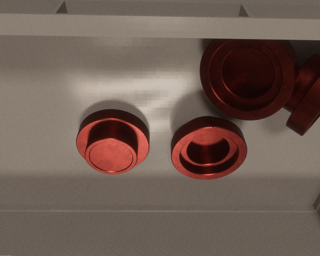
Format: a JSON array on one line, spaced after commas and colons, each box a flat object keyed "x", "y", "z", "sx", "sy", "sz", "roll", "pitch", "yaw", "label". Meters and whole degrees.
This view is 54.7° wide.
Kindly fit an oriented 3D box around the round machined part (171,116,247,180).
[{"x": 0.064, "y": 0.022, "z": 0.418, "sx": 0.099, "sy": 0.042, "sz": 0.097, "roll": -1, "pitch": 130, "yaw": 0, "label": "round machined part"}]

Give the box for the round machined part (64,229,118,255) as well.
[{"x": -0.130, "y": 0.232, "z": 0.596, "sx": 0.099, "sy": 0.042, "sz": 0.097, "roll": -1, "pitch": 130, "yaw": 0, "label": "round machined part"}]

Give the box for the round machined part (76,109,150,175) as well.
[{"x": -0.064, "y": 0.026, "z": 0.419, "sx": 0.099, "sy": 0.042, "sz": 0.097, "roll": -1, "pitch": 130, "yaw": 0, "label": "round machined part"}]

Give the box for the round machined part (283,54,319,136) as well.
[{"x": 0.170, "y": -0.042, "z": 0.342, "sx": 0.042, "sy": 0.099, "sz": 0.097, "roll": 39, "pitch": 132, "yaw": 22, "label": "round machined part"}]

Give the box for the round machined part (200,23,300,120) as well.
[{"x": 0.096, "y": -0.061, "z": 0.328, "sx": 0.098, "sy": 0.042, "sz": 0.097, "roll": 18, "pitch": 124, "yaw": 29, "label": "round machined part"}]
